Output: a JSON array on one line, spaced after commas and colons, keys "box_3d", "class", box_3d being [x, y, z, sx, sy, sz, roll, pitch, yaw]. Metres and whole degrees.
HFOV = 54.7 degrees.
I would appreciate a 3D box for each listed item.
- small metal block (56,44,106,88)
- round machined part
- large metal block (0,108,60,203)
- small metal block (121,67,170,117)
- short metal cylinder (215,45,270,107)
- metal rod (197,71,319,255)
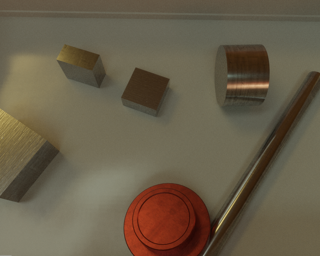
[{"box_3d": [-0.106, -0.084, 0.426, 0.050, 0.050, 0.025, 18, 71, 6], "class": "small metal block"}, {"box_3d": [0.007, 0.107, 0.348, 0.099, 0.042, 0.098, -5, 56, 7], "class": "round machined part"}, {"box_3d": [-0.189, 0.033, 0.382, 0.080, 0.050, 0.080, 32, 73, 10], "class": "large metal block"}, {"box_3d": [-0.019, -0.049, 0.427, 0.050, 0.025, 0.050, 20, 71, 7], "class": "small metal block"}, {"box_3d": [0.105, -0.069, 0.407, 0.050, 0.080, 0.080, -2, 70, -1], "class": "short metal cylinder"}, {"box_3d": [0.133, 0.042, 0.395, 0.025, 0.025, 0.300, 35, 73, 11], "class": "metal rod"}]
